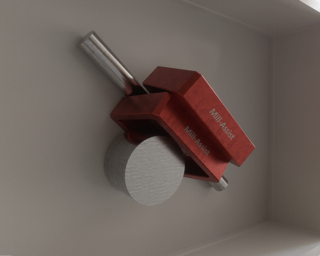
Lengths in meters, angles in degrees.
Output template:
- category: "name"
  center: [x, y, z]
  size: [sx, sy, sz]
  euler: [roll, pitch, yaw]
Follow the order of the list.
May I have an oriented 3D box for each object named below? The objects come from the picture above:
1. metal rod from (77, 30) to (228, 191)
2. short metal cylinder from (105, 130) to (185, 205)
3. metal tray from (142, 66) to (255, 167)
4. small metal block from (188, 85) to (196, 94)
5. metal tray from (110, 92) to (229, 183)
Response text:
- category: "metal rod"
  center: [0.007, -0.005, 0.415]
  size: [0.300, 0.025, 0.025]
  euler: [46, 62, -30]
- category: "short metal cylinder"
  center: [-0.018, 0.045, 0.368]
  size: [0.081, 0.050, 0.079]
  euler: [-6, 100, -34]
- category: "metal tray"
  center: [0.046, -0.014, 0.370]
  size: [0.030, 0.090, 0.130]
  euler: [-49, 121, -9]
- category: "small metal block"
  center: [0.025, -0.041, 0.427]
  size: [0.050, 0.025, 0.050]
  euler: [48, 61, -30]
- category: "metal tray"
  center: [0.012, 0.014, 0.375]
  size: [0.130, 0.090, 0.030]
  euler: [47, 62, -30]
